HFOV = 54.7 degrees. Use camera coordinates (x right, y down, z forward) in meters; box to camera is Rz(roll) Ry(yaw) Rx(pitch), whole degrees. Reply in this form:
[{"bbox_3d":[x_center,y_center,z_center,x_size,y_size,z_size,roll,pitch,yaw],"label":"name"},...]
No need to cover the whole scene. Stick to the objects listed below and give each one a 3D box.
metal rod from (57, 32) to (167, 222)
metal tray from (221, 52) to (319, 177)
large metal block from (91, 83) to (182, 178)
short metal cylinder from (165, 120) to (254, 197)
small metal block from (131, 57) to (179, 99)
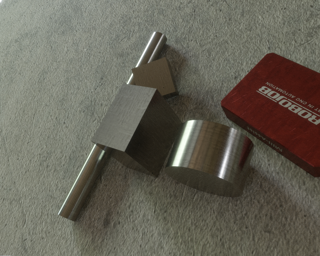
[{"bbox_3d":[-0.060,-0.015,0.442,0.025,0.025,0.300,12,68,33],"label":"metal rod"},{"bbox_3d":[0.144,-0.020,0.337,0.090,0.030,0.130,-46,51,-4],"label":"metal tray"},{"bbox_3d":[-0.024,0.004,0.377,0.050,0.080,0.080,14,69,33],"label":"large metal block"},{"bbox_3d":[0.051,0.033,0.321,0.080,0.080,0.050,8,66,31],"label":"short metal cylinder"},{"bbox_3d":[-0.006,-0.064,0.430,0.050,0.025,0.050,-17,81,12],"label":"small metal block"}]
